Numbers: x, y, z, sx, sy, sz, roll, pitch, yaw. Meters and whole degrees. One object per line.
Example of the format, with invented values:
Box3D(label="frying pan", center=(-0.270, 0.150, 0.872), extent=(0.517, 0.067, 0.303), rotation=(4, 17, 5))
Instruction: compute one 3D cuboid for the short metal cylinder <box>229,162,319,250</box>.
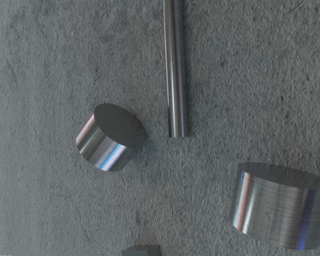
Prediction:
Box3D(label="short metal cylinder", center=(0.107, 0.066, 0.280), extent=(0.080, 0.081, 0.050), rotation=(14, 99, 39))

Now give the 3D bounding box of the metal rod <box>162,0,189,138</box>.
Box3D(label="metal rod", center=(0.016, -0.137, 0.389), extent=(0.025, 0.025, 0.298), rotation=(-5, 87, 39))

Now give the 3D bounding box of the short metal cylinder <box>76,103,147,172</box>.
Box3D(label="short metal cylinder", center=(-0.065, 0.012, 0.421), extent=(0.050, 0.081, 0.080), rotation=(-50, 61, 28))

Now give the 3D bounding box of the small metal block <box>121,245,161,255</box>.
Box3D(label="small metal block", center=(-0.023, 0.189, 0.422), extent=(0.050, 0.025, 0.050), rotation=(-18, 79, 38))
